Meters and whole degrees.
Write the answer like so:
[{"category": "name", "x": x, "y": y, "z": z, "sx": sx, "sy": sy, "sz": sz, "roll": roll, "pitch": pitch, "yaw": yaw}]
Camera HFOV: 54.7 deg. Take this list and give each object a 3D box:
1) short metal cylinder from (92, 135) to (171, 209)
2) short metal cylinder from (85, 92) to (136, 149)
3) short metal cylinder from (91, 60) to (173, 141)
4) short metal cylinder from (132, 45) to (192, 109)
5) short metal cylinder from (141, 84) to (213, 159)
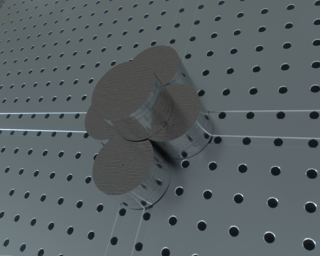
[{"category": "short metal cylinder", "x": -0.034, "y": 0.052, "z": 0.377, "sx": 0.080, "sy": 0.050, "sz": 0.080, "roll": -13, "pitch": 54, "yaw": 20}, {"category": "short metal cylinder", "x": -0.055, "y": -0.008, "z": 0.426, "sx": 0.080, "sy": 0.050, "sz": 0.080, "roll": -13, "pitch": 56, "yaw": 21}, {"category": "short metal cylinder", "x": -0.032, "y": -0.032, "z": 0.363, "sx": 0.080, "sy": 0.050, "sz": 0.080, "roll": -13, "pitch": 56, "yaw": 21}, {"category": "short metal cylinder", "x": -0.002, "y": -0.068, "z": 0.434, "sx": 0.080, "sy": 0.050, "sz": 0.080, "roll": -12, "pitch": 57, "yaw": 20}, {"category": "short metal cylinder", "x": 0.020, "y": -0.008, "z": 0.386, "sx": 0.080, "sy": 0.050, "sz": 0.080, "roll": -13, "pitch": 56, "yaw": 21}]
